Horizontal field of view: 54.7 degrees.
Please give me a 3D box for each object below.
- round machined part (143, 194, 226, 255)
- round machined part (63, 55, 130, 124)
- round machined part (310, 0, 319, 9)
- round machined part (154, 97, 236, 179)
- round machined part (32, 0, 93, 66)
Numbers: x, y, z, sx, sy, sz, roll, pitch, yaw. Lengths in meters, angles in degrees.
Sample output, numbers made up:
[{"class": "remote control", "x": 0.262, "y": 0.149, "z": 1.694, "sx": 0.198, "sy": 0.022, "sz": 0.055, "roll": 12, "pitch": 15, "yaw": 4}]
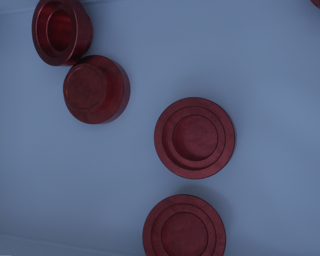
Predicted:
[{"class": "round machined part", "x": 0.032, "y": 0.133, "z": 0.380, "sx": 0.098, "sy": 0.042, "sz": 0.098, "roll": -4, "pitch": 73, "yaw": 12}, {"class": "round machined part", "x": -0.095, "y": -0.054, "z": 0.434, "sx": 0.098, "sy": 0.042, "sz": 0.097, "roll": 0, "pitch": 90, "yaw": 19}, {"class": "round machined part", "x": 0.194, "y": -0.140, "z": 0.299, "sx": 0.098, "sy": 0.098, "sz": 0.042, "roll": 13, "pitch": 73, "yaw": 19}, {"class": "round machined part", "x": 0.046, "y": 0.012, "z": 0.385, "sx": 0.098, "sy": 0.042, "sz": 0.097, "roll": 0, "pitch": 90, "yaw": 19}, {"class": "round machined part", "x": -0.133, "y": -0.137, "z": 0.438, "sx": 0.098, "sy": 0.042, "sz": 0.097, "roll": 7, "pitch": 102, "yaw": 34}]
